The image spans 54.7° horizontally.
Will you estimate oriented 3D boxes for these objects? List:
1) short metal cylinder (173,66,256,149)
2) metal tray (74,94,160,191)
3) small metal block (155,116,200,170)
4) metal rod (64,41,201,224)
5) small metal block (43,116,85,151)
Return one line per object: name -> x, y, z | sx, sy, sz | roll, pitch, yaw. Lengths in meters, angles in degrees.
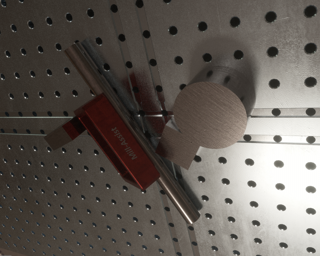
short metal cylinder -> 0.062, -0.023, 0.347 | 0.080, 0.050, 0.079 | 13, 124, 20
metal tray -> -0.061, 0.020, 0.421 | 0.130, 0.030, 0.090 | 56, 161, -13
small metal block -> 0.027, 0.020, 0.408 | 0.050, 0.025, 0.050 | 28, 128, 10
metal rod -> -0.032, 0.015, 0.435 | 0.025, 0.025, 0.299 | -25, 105, 36
small metal block -> -0.138, 0.004, 0.468 | 0.050, 0.050, 0.025 | -24, 105, 36
